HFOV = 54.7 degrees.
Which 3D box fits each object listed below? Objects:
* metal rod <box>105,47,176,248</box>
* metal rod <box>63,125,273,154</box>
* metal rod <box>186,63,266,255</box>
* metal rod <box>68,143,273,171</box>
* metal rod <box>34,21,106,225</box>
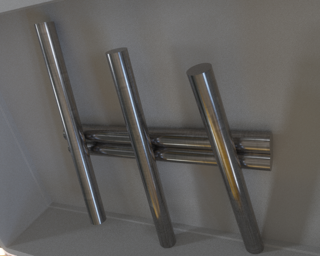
[{"bbox_3d":[-0.018,0.044,0.410,0.025,0.025,0.298,1,119,27],"label":"metal rod"},{"bbox_3d":[-0.008,0.012,0.418,0.301,0.025,0.025,2,119,26],"label":"metal rod"},{"bbox_3d":[0.088,0.063,0.370,0.025,0.025,0.299,-4,125,30],"label":"metal rod"},{"bbox_3d":[-0.004,0.033,0.429,0.301,0.025,0.025,2,119,26],"label":"metal rod"},{"bbox_3d":[-0.123,0.005,0.442,0.025,0.025,0.298,-1,110,28],"label":"metal rod"}]
